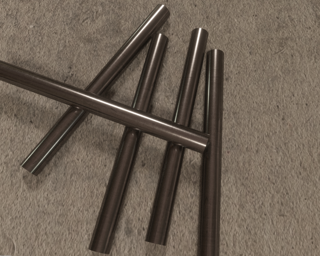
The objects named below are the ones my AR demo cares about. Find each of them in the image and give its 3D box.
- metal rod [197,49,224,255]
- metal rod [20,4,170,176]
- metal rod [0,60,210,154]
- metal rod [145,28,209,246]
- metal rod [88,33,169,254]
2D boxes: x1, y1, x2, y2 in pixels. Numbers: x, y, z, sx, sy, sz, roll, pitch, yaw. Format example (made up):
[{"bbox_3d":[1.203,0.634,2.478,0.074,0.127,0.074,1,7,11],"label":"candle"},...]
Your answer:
[{"bbox_3d":[0.066,0.033,0.396,0.025,0.025,0.299,5,70,1],"label":"metal rod"},{"bbox_3d":[-0.080,-0.063,0.430,0.025,0.025,0.300,33,73,11],"label":"metal rod"},{"bbox_3d":[-0.085,-0.031,0.390,0.301,0.025,0.025,20,71,6],"label":"metal rod"},{"bbox_3d":[0.027,-0.003,0.409,0.025,0.025,0.299,12,70,4],"label":"metal rod"},{"bbox_3d":[-0.035,0.005,0.405,0.025,0.025,0.299,13,70,4],"label":"metal rod"}]
